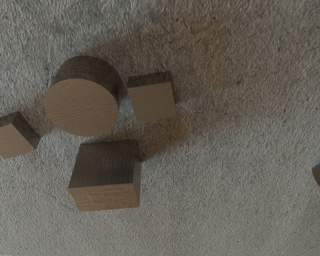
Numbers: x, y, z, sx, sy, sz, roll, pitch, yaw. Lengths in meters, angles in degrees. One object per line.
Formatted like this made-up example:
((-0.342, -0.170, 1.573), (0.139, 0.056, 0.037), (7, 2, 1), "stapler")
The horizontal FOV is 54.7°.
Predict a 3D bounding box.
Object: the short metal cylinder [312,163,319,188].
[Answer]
((0.266, 0.077, 0.441), (0.080, 0.080, 0.050), (32, 123, -25), "short metal cylinder")

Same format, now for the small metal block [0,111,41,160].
((-0.199, 0.011, 0.414), (0.050, 0.025, 0.050), (-16, 129, 13), "small metal block")

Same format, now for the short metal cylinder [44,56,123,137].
((-0.086, -0.036, 0.359), (0.081, 0.050, 0.079), (0, 130, 0), "short metal cylinder")

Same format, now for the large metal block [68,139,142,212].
((-0.070, 0.063, 0.424), (0.080, 0.080, 0.050), (-5, 130, 4), "large metal block")

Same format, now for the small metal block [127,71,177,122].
((-0.008, -0.038, 0.375), (0.050, 0.025, 0.050), (-8, 130, 6), "small metal block")
